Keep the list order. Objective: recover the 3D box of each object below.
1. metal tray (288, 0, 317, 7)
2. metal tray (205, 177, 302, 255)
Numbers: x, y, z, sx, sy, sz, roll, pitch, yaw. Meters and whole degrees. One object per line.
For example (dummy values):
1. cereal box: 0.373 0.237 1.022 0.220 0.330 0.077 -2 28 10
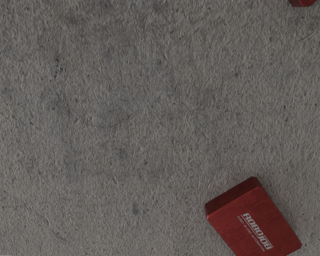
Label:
1. metal tray: 0.180 -0.208 0.331 0.130 0.030 0.090 -40 106 13
2. metal tray: 0.139 0.146 0.462 0.090 0.030 0.130 -34 107 11
